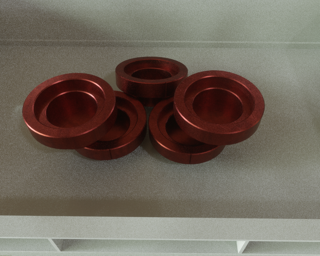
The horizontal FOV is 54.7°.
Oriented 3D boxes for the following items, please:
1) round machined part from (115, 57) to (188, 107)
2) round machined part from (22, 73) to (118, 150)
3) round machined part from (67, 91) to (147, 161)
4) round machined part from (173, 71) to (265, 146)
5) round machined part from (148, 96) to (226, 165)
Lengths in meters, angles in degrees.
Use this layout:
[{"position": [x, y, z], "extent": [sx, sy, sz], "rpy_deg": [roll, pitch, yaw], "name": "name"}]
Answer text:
[{"position": [-0.012, -0.063, 0.432], "extent": [0.099, 0.042, 0.098], "rpy_deg": [1, 32, -1], "name": "round machined part"}, {"position": [-0.097, -0.015, 0.350], "extent": [0.099, 0.042, 0.098], "rpy_deg": [0, 50, 0], "name": "round machined part"}, {"position": [-0.065, 0.001, 0.391], "extent": [0.099, 0.042, 0.098], "rpy_deg": [0, 50, 0], "name": "round machined part"}, {"position": [0.064, -0.019, 0.354], "extent": [0.099, 0.042, 0.098], "rpy_deg": [0, 50, 0], "name": "round machined part"}, {"position": [0.035, 0.005, 0.388], "extent": [0.099, 0.042, 0.098], "rpy_deg": [0, 50, 0], "name": "round machined part"}]
